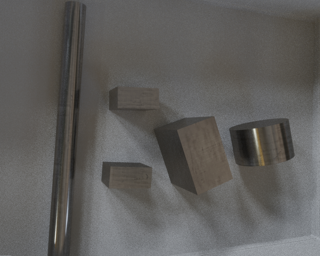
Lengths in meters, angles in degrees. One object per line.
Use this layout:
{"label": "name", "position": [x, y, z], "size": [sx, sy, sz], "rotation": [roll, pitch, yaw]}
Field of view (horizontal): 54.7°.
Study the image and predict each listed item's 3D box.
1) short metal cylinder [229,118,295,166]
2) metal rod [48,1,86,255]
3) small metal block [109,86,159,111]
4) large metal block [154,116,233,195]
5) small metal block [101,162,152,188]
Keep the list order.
{"label": "short metal cylinder", "position": [0.143, 0.019, 0.436], "size": [0.081, 0.080, 0.050], "rotation": [-13, 95, -20]}
{"label": "metal rod", "position": [-0.111, 0.001, 0.370], "size": [0.025, 0.025, 0.298], "rotation": [4, 89, -20]}
{"label": "small metal block", "position": [-0.033, -0.035, 0.386], "size": [0.050, 0.050, 0.025], "rotation": [0, 90, -20]}
{"label": "large metal block", "position": [0.040, 0.031, 0.397], "size": [0.050, 0.080, 0.080], "rotation": [-20, 97, -19]}
{"label": "small metal block", "position": [-0.042, 0.058, 0.383], "size": [0.050, 0.050, 0.025], "rotation": [4, 89, -20]}
